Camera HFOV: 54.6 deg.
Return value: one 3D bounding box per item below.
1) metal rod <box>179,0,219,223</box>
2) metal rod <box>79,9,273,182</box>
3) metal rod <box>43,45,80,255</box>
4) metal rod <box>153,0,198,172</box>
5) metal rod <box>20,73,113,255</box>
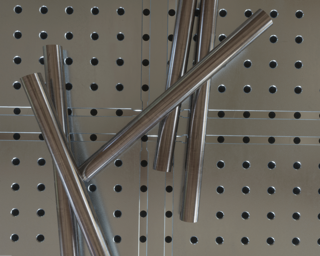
[{"bbox_3d":[0.052,-0.026,0.413,0.025,0.025,0.298,5,90,0],"label":"metal rod"},{"bbox_3d":[0.011,-0.034,0.387,0.300,0.025,0.025,-40,90,10],"label":"metal rod"},{"bbox_3d":[-0.130,0.041,0.412,0.025,0.025,0.298,-5,90,0],"label":"metal rod"},{"bbox_3d":[0.025,-0.091,0.413,0.025,0.025,0.298,9,90,0],"label":"metal rod"},{"bbox_3d":[-0.107,0.077,0.393,0.025,0.025,0.299,-19,98,0],"label":"metal rod"}]
